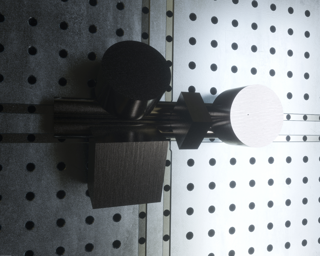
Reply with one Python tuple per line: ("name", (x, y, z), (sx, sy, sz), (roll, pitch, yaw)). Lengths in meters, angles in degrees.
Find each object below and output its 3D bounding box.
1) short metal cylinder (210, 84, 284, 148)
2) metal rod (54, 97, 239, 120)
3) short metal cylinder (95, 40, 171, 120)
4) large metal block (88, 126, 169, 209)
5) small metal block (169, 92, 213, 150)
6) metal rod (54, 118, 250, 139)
("short metal cylinder", (0.114, -0.015, 0.411), (0.081, 0.050, 0.079), (0, 90, -20))
("metal rod", (0.017, -0.023, 0.416), (0.303, 0.025, 0.025), (1, 90, -20))
("short metal cylinder", (-0.033, -0.056, 0.368), (0.081, 0.050, 0.080), (8, 63, -17))
("large metal block", (-0.041, 0.044, 0.366), (0.081, 0.050, 0.079), (-1, 111, -20))
("small metal block", (0.036, -0.009, 0.379), (0.025, 0.050, 0.050), (1, 48, -20))
("metal rod", (0.017, 0.002, 0.416), (0.303, 0.025, 0.025), (1, 90, -20))
